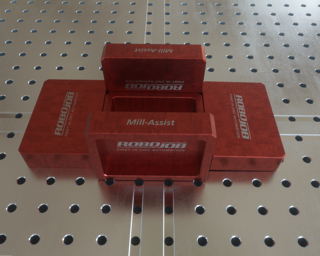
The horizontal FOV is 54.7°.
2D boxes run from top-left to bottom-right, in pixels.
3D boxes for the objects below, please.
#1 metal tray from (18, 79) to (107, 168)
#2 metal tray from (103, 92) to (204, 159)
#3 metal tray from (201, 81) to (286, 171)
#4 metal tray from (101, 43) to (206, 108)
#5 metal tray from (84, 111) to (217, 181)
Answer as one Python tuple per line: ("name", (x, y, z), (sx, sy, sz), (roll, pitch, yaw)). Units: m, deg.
("metal tray", (-0.120, -0.010, 0.411), (0.091, 0.030, 0.130), (1, 50, 0))
("metal tray", (-0.009, -0.005, 0.406), (0.131, 0.030, 0.090), (1, 50, 0))
("metal tray", (0.102, -0.007, 0.409), (0.091, 0.030, 0.130), (2, 50, -1))
("metal tray", (-0.008, -0.069, 0.423), (0.131, 0.089, 0.030), (1, 50, 0))
("metal tray", (-0.010, 0.023, 0.344), (0.131, 0.089, 0.030), (1, 50, 0))
